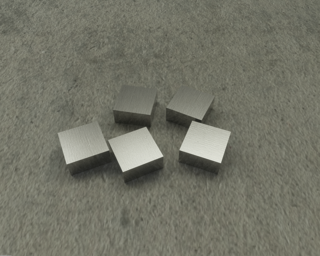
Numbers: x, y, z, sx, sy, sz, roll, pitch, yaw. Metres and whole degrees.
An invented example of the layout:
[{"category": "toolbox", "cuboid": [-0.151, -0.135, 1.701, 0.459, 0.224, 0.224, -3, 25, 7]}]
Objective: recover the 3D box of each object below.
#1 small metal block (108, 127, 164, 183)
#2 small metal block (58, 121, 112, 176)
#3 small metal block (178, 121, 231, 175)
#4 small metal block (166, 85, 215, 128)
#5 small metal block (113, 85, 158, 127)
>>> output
[{"category": "small metal block", "cuboid": [-0.029, 0.032, 0.376, 0.050, 0.025, 0.050, -20, 53, -16]}, {"category": "small metal block", "cuboid": [-0.093, 0.024, 0.382, 0.050, 0.025, 0.050, -18, 53, -15]}, {"category": "small metal block", "cuboid": [0.055, 0.023, 0.384, 0.050, 0.025, 0.050, 17, 52, 13]}, {"category": "small metal block", "cuboid": [0.042, -0.028, 0.427, 0.050, 0.025, 0.050, 21, 53, 16]}, {"category": "small metal block", "cuboid": [-0.033, -0.031, 0.429, 0.050, 0.025, 0.050, 8, 50, 6]}]
